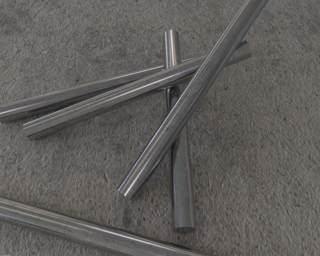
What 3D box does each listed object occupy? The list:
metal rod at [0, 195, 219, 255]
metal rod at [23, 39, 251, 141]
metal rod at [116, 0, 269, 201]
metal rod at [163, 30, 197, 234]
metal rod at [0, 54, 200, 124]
[{"bbox_3d":[-0.076,0.105,0.313,0.301,0.025,0.025,12,51,10],"label":"metal rod"},{"bbox_3d":[-0.028,-0.049,0.400,0.301,0.025,0.025,-21,52,0],"label":"metal rod"},{"bbox_3d":[0.045,-0.048,0.366,0.025,0.025,0.300,30,80,23],"label":"metal rod"},{"bbox_3d":[0.021,-0.020,0.400,0.025,0.025,0.300,-1,56,-1],"label":"metal rod"},{"bbox_3d":[-0.076,-0.061,0.453,0.302,0.025,0.025,-17,52,-14],"label":"metal rod"}]
